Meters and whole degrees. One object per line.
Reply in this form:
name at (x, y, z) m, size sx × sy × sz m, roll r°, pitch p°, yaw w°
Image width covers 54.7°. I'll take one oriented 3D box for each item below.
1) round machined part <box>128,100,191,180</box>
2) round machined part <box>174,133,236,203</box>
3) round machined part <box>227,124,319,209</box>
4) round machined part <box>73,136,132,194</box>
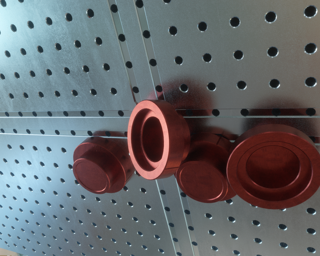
round machined part at (0.001, 0.014, 0.386) m, size 0.098 × 0.042 × 0.097 m, roll 6°, pitch 97°, yaw 56°
round machined part at (0.060, 0.059, 0.404) m, size 0.098 × 0.042 × 0.097 m, roll 13°, pitch 124°, yaw 20°
round machined part at (0.126, 0.040, 0.349) m, size 0.098 × 0.042 × 0.097 m, roll 5°, pitch 115°, yaw 12°
round machined part at (-0.097, 0.065, 0.490) m, size 0.098 × 0.042 × 0.097 m, roll 13°, pitch 124°, yaw 20°
